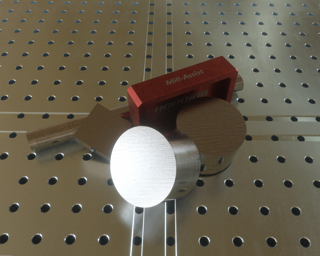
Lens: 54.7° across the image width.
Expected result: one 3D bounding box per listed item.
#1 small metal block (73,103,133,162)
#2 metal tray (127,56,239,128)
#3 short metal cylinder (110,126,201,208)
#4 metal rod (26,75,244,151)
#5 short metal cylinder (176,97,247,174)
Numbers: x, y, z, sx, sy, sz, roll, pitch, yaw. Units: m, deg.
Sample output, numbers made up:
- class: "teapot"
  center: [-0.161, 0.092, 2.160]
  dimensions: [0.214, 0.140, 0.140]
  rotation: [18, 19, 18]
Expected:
- class: "small metal block"
  center: [-0.069, 0.006, 0.381]
  dimensions: [0.050, 0.025, 0.050]
  rotation: [32, 71, 1]
- class: "metal tray"
  center: [0.028, -0.029, 0.385]
  dimensions: [0.131, 0.089, 0.030]
  rotation: [-21, 53, -17]
- class: "short metal cylinder"
  center: [-0.005, 0.039, 0.326]
  dimensions: [0.080, 0.080, 0.050]
  rotation: [40, 19, 28]
- class: "metal rod"
  center: [-0.023, -0.026, 0.424]
  dimensions: [0.302, 0.025, 0.025]
  rotation: [-17, 52, -14]
- class: "short metal cylinder"
  center: [0.057, 0.009, 0.373]
  dimensions: [0.081, 0.050, 0.080]
  rotation: [2, 58, -4]
